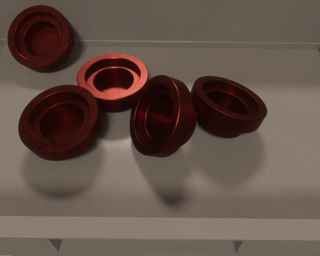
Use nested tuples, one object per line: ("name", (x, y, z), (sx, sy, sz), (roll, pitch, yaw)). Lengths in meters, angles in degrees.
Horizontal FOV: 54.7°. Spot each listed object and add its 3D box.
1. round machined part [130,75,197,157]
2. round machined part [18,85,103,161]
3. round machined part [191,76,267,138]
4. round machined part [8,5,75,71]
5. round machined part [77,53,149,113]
("round machined part", (0.007, -0.012, 0.380), (0.042, 0.097, 0.098), (12, 41, -37))
("round machined part", (-0.119, -0.003, 0.387), (0.099, 0.042, 0.098), (-4, 59, 6))
("round machined part", (0.084, -0.024, 0.402), (0.099, 0.042, 0.098), (13, 36, -10))
("round machined part", (-0.181, -0.136, 0.486), (0.099, 0.042, 0.097), (0, 86, 6))
("round machined part", (-0.065, -0.061, 0.444), (0.099, 0.042, 0.098), (1, 50, 0))
